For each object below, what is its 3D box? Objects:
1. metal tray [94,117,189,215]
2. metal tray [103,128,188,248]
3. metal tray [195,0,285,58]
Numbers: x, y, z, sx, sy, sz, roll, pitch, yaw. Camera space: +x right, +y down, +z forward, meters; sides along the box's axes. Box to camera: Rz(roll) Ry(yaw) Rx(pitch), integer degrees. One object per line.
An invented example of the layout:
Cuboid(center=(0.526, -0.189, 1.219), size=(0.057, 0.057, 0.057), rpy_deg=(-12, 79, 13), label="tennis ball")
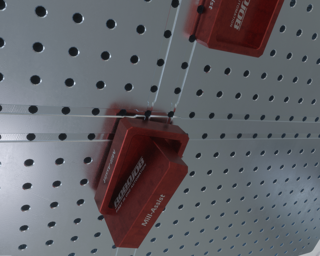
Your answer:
Cuboid(center=(-0.025, 0.055, 0.415), size=(0.091, 0.030, 0.129), rpy_deg=(9, 111, -31), label="metal tray")
Cuboid(center=(-0.027, 0.076, 0.400), size=(0.030, 0.090, 0.129), rpy_deg=(21, 107, -36), label="metal tray")
Cuboid(center=(0.103, -0.155, 0.367), size=(0.091, 0.030, 0.129), rpy_deg=(2, 118, -29), label="metal tray")
